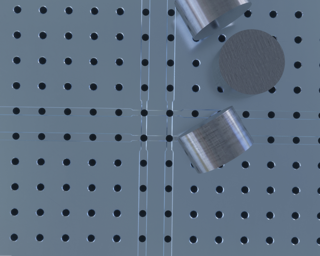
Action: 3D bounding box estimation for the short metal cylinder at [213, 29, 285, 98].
[{"bbox_3d":[0.112,-0.081,0.402,0.081,0.050,0.079,0,90,0],"label":"short metal cylinder"}]

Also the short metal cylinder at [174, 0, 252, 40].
[{"bbox_3d":[0.065,-0.153,0.386,0.080,0.080,0.050,-29,90,0],"label":"short metal cylinder"}]

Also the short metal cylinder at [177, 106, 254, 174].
[{"bbox_3d":[0.068,0.014,0.386,0.080,0.080,0.050,-31,90,0],"label":"short metal cylinder"}]
